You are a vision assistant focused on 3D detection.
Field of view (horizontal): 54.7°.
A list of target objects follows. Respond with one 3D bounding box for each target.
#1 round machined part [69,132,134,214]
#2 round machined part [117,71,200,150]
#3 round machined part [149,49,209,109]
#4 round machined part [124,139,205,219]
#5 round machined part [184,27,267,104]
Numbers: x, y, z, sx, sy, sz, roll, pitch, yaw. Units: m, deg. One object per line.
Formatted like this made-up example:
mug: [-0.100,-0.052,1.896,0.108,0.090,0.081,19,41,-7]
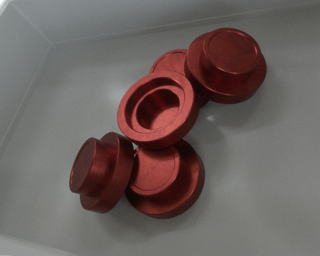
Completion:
round machined part: [-0.075,0.050,0.373,0.098,0.042,0.098,-39,38,40]
round machined part: [0.001,-0.018,0.374,0.098,0.042,0.098,-13,56,20]
round machined part: [0.024,-0.068,0.420,0.098,0.042,0.098,-13,56,20]
round machined part: [-0.001,0.052,0.360,0.098,0.042,0.098,-13,56,20]
round machined part: [0.081,-0.081,0.372,0.099,0.042,0.098,3,63,-5]
